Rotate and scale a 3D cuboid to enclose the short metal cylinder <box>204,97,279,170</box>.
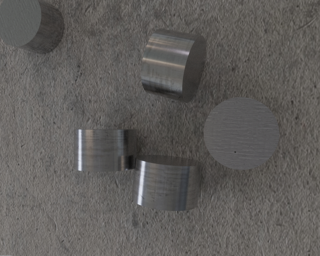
[{"bbox_3d":[0.096,0.006,0.362,0.080,0.050,0.080,0,90,20],"label":"short metal cylinder"}]

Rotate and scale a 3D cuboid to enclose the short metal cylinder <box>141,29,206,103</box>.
[{"bbox_3d":[0.018,-0.075,0.373,0.050,0.080,0.080,16,96,19],"label":"short metal cylinder"}]

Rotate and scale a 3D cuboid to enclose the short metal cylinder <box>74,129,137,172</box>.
[{"bbox_3d":[-0.071,0.026,0.405,0.080,0.080,0.050,0,90,20],"label":"short metal cylinder"}]

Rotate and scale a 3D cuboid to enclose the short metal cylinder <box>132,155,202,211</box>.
[{"bbox_3d":[0.008,0.064,0.377,0.080,0.080,0.050,6,92,20],"label":"short metal cylinder"}]

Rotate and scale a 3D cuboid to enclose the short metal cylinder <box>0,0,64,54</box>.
[{"bbox_3d":[-0.193,-0.156,0.464,0.080,0.050,0.080,0,90,20],"label":"short metal cylinder"}]
